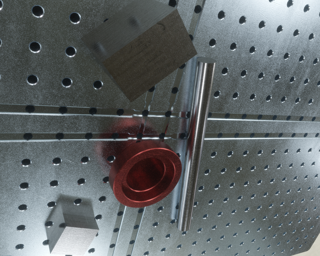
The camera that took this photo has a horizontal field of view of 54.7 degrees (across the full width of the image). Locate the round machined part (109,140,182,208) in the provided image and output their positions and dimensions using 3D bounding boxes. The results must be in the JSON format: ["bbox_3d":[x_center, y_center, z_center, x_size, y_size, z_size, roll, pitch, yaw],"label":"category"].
[{"bbox_3d":[-0.023,0.058,0.425,0.099,0.042,0.097,-14,125,-21],"label":"round machined part"}]

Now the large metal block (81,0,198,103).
[{"bbox_3d":[-0.023,-0.083,0.313,0.080,0.080,0.050,-37,130,-4],"label":"large metal block"}]

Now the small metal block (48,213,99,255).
[{"bbox_3d":[-0.123,0.152,0.439,0.050,0.025,0.050,21,107,-36],"label":"small metal block"}]

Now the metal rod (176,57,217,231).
[{"bbox_3d":[0.050,0.043,0.466,0.025,0.025,0.298,-10,123,-23],"label":"metal rod"}]
